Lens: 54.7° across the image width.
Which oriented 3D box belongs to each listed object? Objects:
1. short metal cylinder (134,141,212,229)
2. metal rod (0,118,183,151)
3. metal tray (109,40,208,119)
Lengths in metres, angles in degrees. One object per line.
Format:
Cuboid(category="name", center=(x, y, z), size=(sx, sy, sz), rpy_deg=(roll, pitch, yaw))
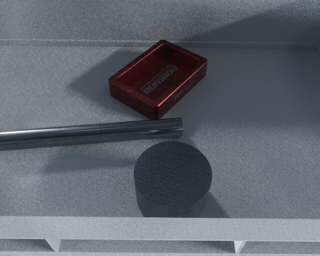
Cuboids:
Cuboid(category="short metal cylinder", center=(0.013, 0.061, 0.338), size=(0.081, 0.050, 0.080), rpy_deg=(0, 50, 0))
Cuboid(category="metal rod", center=(-0.122, 0.010, 0.394), size=(0.302, 0.025, 0.025), rpy_deg=(-4, 50, -4))
Cuboid(category="metal tray", center=(-0.001, -0.077, 0.465), size=(0.090, 0.030, 0.131), rpy_deg=(31, 56, 23))
